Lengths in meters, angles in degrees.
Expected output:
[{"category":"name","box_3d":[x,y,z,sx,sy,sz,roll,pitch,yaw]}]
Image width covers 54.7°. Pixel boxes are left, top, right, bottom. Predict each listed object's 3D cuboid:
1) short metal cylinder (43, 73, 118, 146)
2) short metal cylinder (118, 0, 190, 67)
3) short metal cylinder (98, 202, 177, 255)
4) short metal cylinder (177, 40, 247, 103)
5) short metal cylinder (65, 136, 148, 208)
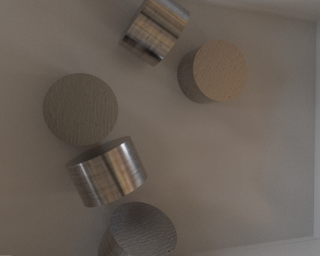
[{"category":"short metal cylinder","box_3d":[-0.094,-0.021,0.363,0.081,0.050,0.080,0,90,-20]},{"category":"short metal cylinder","box_3d":[-0.008,-0.123,0.378,0.050,0.080,0.080,32,80,-17]},{"category":"short metal cylinder","box_3d":[-0.027,0.134,0.364,0.081,0.080,0.050,13,120,-20]},{"category":"short metal cylinder","box_3d":[0.070,-0.074,0.423,0.081,0.050,0.080,0,90,-20]},{"category":"short metal cylinder","box_3d":[-0.061,0.048,0.359,0.081,0.080,0.050,-26,99,-18]}]
